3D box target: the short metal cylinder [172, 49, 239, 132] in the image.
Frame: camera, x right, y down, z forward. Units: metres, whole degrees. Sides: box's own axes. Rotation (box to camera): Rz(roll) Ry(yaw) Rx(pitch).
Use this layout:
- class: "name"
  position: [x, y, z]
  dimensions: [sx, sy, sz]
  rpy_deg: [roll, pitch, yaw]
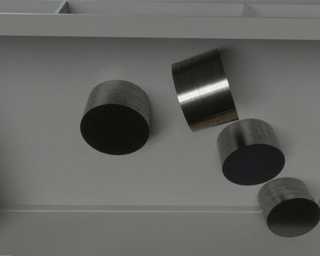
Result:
- class: "short metal cylinder"
  position: [0.050, -0.040, 0.339]
  dimensions: [0.050, 0.080, 0.080]
  rpy_deg: [-17, 128, 14]

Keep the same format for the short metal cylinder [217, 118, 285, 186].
- class: "short metal cylinder"
  position: [0.122, 0.033, 0.422]
  dimensions: [0.081, 0.050, 0.079]
  rpy_deg: [0, 130, 0]

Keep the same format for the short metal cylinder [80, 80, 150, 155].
- class: "short metal cylinder"
  position: [-0.053, -0.012, 0.382]
  dimensions: [0.081, 0.050, 0.079]
  rpy_deg: [0, 130, 0]

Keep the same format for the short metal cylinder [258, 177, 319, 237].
- class: "short metal cylinder"
  position: [0.203, 0.125, 0.490]
  dimensions: [0.080, 0.050, 0.079]
  rpy_deg: [0, 118, 0]
